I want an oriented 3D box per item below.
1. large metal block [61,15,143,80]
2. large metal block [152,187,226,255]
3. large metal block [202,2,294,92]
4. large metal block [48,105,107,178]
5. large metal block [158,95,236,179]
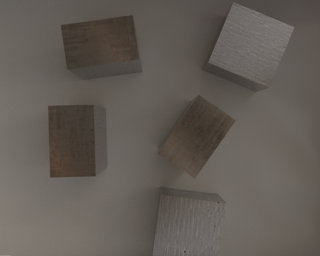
[{"bbox_3d":[-0.067,-0.095,0.383,0.081,0.080,0.050,-8,90,0],"label":"large metal block"},{"bbox_3d":[0.035,0.125,0.400,0.081,0.050,0.080,7,90,-1],"label":"large metal block"},{"bbox_3d":[0.111,-0.101,0.400,0.080,0.050,0.080,22,90,-1],"label":"large metal block"},{"bbox_3d":[-0.098,0.014,0.383,0.050,0.080,0.079,-2,90,0],"label":"large metal block"},{"bbox_3d":[0.041,0.010,0.385,0.050,0.080,0.080,35,90,-1],"label":"large metal block"}]
